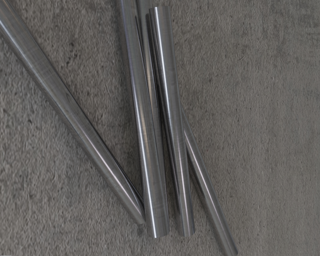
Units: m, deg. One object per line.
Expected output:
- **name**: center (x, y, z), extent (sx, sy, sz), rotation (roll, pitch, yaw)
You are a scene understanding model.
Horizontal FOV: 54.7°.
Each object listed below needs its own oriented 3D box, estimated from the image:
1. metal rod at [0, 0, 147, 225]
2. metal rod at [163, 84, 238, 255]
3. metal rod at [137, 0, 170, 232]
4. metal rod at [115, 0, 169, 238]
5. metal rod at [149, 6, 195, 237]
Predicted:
- **metal rod**: center (-0.090, -0.010, 0.329), extent (0.025, 0.025, 0.299), rotation (-44, 117, -31)
- **metal rod**: center (0.059, 0.070, 0.454), extent (0.025, 0.025, 0.299), rotation (-36, 112, -34)
- **metal rod**: center (-0.011, -0.013, 0.395), extent (0.025, 0.025, 0.298), rotation (-8, 95, -40)
- **metal rod**: center (-0.023, -0.022, 0.367), extent (0.025, 0.025, 0.298), rotation (-8, 90, -40)
- **metal rod**: center (0.018, 0.003, 0.398), extent (0.025, 0.025, 0.298), rotation (-20, 109, -38)
